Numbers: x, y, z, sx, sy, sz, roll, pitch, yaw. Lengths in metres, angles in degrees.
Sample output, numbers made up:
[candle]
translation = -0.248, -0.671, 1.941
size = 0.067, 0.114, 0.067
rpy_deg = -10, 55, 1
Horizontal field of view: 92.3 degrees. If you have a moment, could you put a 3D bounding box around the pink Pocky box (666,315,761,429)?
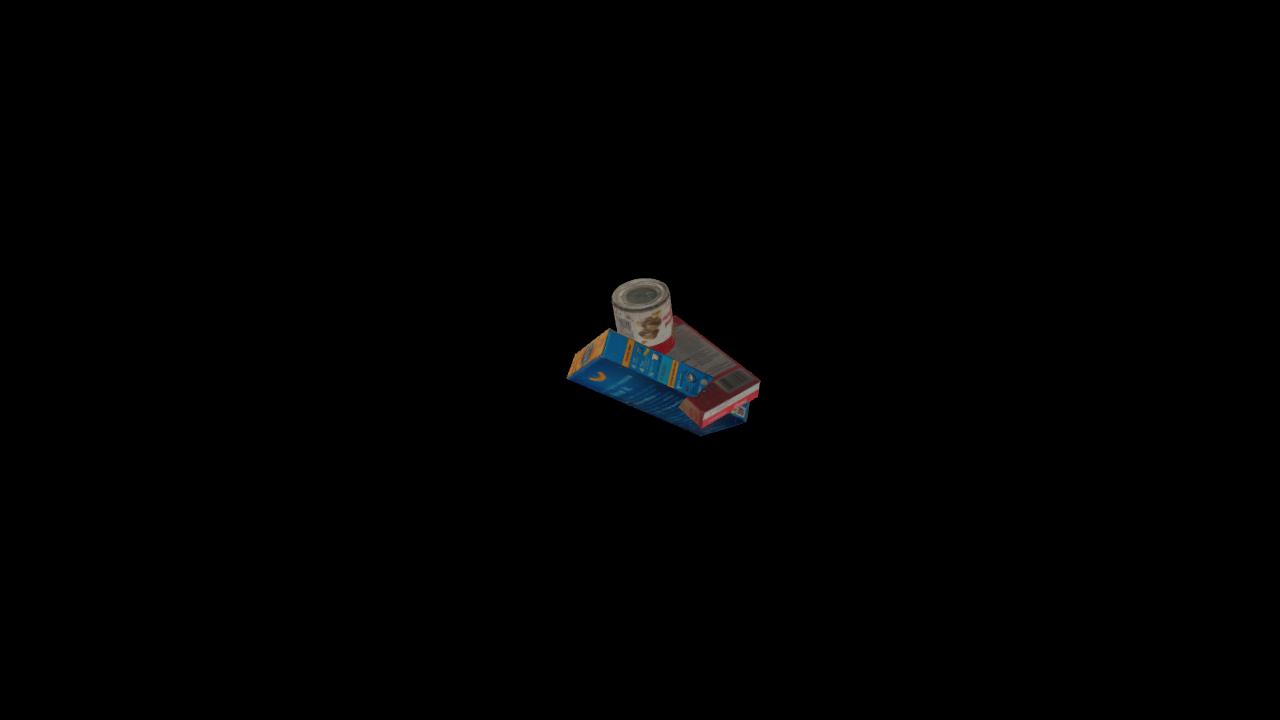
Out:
[pink Pocky box]
translation = 0.054, 0.008, 0.705
size = 0.084, 0.029, 0.155
rpy_deg = -25, 46, -26

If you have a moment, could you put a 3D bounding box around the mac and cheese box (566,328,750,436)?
[mac and cheese box]
translation = 0.021, 0.030, 0.685
size = 0.184, 0.041, 0.093
rpy_deg = 25, -26, -21

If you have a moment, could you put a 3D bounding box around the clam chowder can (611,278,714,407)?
[clam chowder can]
translation = 0.006, -0.035, 0.713
size = 0.068, 0.102, 0.068
rpy_deg = -6, 37, 5
